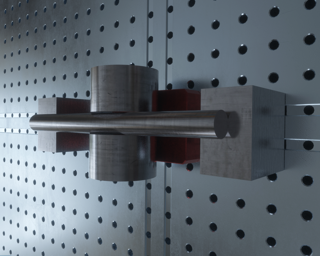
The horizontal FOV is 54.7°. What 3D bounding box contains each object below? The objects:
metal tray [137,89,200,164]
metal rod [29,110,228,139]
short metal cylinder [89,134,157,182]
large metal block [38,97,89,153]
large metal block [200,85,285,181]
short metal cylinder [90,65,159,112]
[{"bbox_3d":[-0.009,-0.003,0.414,0.130,0.030,0.089,2,91,40],"label":"metal tray"},{"bbox_3d":[-0.064,-0.005,0.357,0.300,0.025,0.025,1,91,40],"label":"metal rod"},{"bbox_3d":[-0.044,0.032,0.371,0.080,0.081,0.050,1,91,40],"label":"short metal cylinder"},{"bbox_3d":[-0.142,-0.005,0.489,0.050,0.081,0.080,1,91,40],"label":"large metal block"},{"bbox_3d":[0.083,0.004,0.304,0.050,0.081,0.080,1,91,40],"label":"large metal block"},{"bbox_3d":[-0.042,-0.043,0.369,0.080,0.081,0.050,1,91,40],"label":"short metal cylinder"}]
